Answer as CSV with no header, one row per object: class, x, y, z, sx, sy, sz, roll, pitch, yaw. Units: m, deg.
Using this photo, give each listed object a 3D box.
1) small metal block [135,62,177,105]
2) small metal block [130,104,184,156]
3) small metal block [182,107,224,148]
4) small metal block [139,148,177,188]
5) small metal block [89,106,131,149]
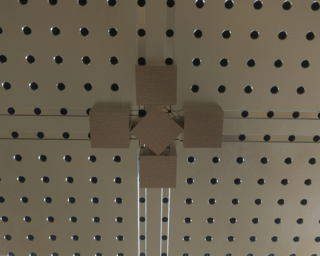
small metal block,-0.005,-0.056,0.393,0.050,0.025,0.050,-1,110,-1
small metal block,-0.004,0.000,0.413,0.050,0.025,0.050,40,105,-14
small metal block,0.056,-0.001,0.414,0.050,0.025,0.050,0,110,-1
small metal block,-0.003,0.056,0.434,0.050,0.025,0.050,0,110,-1
small metal block,-0.065,-0.001,0.412,0.050,0.025,0.050,1,110,-1
